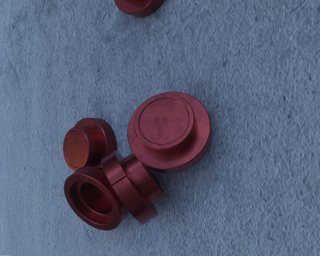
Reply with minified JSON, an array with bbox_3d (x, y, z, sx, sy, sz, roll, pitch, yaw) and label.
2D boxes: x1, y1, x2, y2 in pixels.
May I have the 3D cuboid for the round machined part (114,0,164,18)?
[{"bbox_3d":[-0.033,-0.206,0.422,0.098,0.042,0.097,0,90,40],"label":"round machined part"}]

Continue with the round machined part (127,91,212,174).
[{"bbox_3d":[0.009,0.000,0.357,0.098,0.042,0.098,-6,65,12],"label":"round machined part"}]

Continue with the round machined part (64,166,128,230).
[{"bbox_3d":[-0.086,0.096,0.449,0.098,0.042,0.097,14,123,23],"label":"round machined part"}]

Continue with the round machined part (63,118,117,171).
[{"bbox_3d":[-0.116,0.032,0.490,0.098,0.042,0.097,0,90,40],"label":"round machined part"}]

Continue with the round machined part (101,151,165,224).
[{"bbox_3d":[-0.029,0.069,0.395,0.042,0.098,0.098,-34,64,-3],"label":"round machined part"}]
